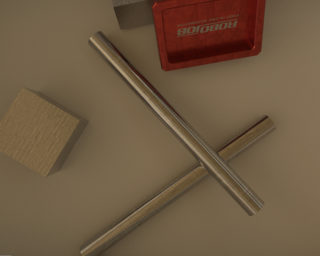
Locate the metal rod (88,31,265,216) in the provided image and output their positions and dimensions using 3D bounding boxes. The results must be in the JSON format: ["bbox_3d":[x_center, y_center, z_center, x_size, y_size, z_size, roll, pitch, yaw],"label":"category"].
[{"bbox_3d":[0.016,-0.010,0.394,0.025,0.025,0.300,-43,84,0],"label":"metal rod"}]

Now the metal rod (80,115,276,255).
[{"bbox_3d":[0.024,0.079,0.411,0.301,0.025,0.025,-35,90,-1],"label":"metal rod"}]

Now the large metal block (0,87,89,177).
[{"bbox_3d":[-0.152,0.005,0.397,0.080,0.050,0.080,31,90,-1],"label":"large metal block"}]

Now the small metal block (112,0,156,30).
[{"bbox_3d":[-0.032,-0.155,0.396,0.050,0.050,0.025,-12,76,0],"label":"small metal block"}]

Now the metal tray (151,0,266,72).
[{"bbox_3d":[0.060,-0.126,0.384,0.131,0.030,0.089,-10,131,0],"label":"metal tray"}]
